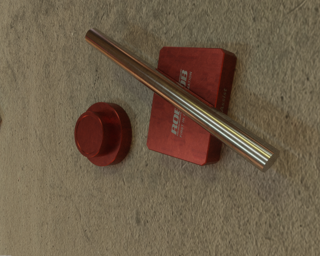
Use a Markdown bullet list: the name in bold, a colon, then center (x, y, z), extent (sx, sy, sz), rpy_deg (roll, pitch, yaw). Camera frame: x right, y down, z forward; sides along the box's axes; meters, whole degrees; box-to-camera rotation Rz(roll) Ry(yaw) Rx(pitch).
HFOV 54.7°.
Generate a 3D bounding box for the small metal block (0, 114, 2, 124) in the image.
- **small metal block**: center (-0.402, -0.022, 0.731), extent (0.050, 0.025, 0.050), rpy_deg (-47, 63, 29)

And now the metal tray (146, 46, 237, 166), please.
- **metal tray**: center (0.034, -0.029, 0.372), extent (0.090, 0.030, 0.129), rpy_deg (14, 99, 38)

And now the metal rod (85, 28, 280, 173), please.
- **metal rod**: center (0.003, -0.050, 0.361), extent (0.300, 0.025, 0.025), rpy_deg (39, 114, 32)

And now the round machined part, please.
- **round machined part**: center (-0.092, 0.009, 0.467), extent (0.098, 0.042, 0.097), rpy_deg (0, 90, 39)
